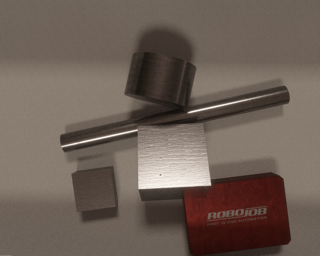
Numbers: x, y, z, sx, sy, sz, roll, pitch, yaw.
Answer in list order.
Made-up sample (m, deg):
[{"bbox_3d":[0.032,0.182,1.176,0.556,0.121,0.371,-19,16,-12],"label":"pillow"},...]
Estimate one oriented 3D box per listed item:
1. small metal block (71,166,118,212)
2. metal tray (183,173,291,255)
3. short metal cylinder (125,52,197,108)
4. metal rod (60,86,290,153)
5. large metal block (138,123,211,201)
[{"bbox_3d":[-0.085,0.080,0.410,0.050,0.025,0.050,-8,90,-1],"label":"small metal block"},{"bbox_3d":[0.099,0.112,0.410,0.131,0.030,0.089,-7,90,-1],"label":"metal tray"},{"bbox_3d":[0.000,-0.057,0.384,0.080,0.080,0.050,12,90,-1],"label":"short metal cylinder"},{"bbox_3d":[0.020,-0.012,0.411,0.302,0.025,0.025,-12,90,-1],"label":"metal rod"},{"bbox_3d":[0.015,0.042,0.383,0.081,0.050,0.080,-3,61,-1],"label":"large metal block"}]
